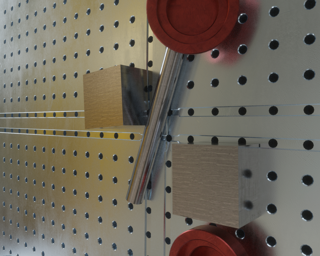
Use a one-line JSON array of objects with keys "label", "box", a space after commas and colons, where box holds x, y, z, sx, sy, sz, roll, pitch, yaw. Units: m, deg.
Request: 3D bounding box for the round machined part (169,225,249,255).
[{"label": "round machined part", "box": [0.061, 0.158, 0.348, 0.098, 0.042, 0.097, 0, 90, 40]}]

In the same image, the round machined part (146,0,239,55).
[{"label": "round machined part", "box": [0.036, -0.132, 0.349, 0.099, 0.042, 0.097, 1, 102, 6]}]

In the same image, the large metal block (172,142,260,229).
[{"label": "large metal block", "box": [0.061, 0.057, 0.343, 0.080, 0.050, 0.080, -1, 90, 40]}]

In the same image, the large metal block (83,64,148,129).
[{"label": "large metal block", "box": [-0.064, -0.041, 0.446, 0.080, 0.050, 0.080, -5, 87, 40]}]

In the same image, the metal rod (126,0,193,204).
[{"label": "metal rod", "box": [0.003, -0.038, 0.406, 0.025, 0.025, 0.298, 25, 106, 37]}]
